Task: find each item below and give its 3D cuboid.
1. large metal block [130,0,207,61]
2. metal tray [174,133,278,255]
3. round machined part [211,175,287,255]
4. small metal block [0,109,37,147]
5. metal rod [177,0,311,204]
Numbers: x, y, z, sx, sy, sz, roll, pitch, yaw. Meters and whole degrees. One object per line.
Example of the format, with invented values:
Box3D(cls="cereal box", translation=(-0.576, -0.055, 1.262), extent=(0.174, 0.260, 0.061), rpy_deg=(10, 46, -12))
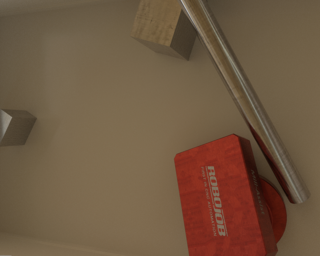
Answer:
Box3D(cls="large metal block", translation=(0.014, -0.134, 0.376), extent=(0.050, 0.080, 0.080), rpy_deg=(20, 97, 18))
Box3D(cls="metal tray", translation=(0.069, 0.082, 0.350), extent=(0.090, 0.030, 0.130), rpy_deg=(-24, 64, 34))
Box3D(cls="round machined part", translation=(0.098, 0.102, 0.367), extent=(0.098, 0.042, 0.097), rpy_deg=(0, 90, 19))
Box3D(cls="small metal block", translation=(-0.225, 0.000, 0.475), extent=(0.025, 0.050, 0.050), rpy_deg=(31, 100, 17))
Box3D(cls="metal rod", translation=(0.083, -0.047, 0.332), extent=(0.025, 0.025, 0.299), rpy_deg=(-29, 99, 17))
